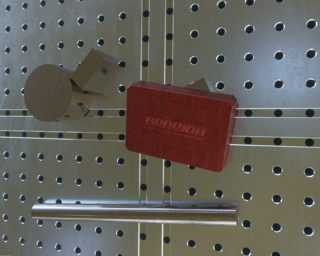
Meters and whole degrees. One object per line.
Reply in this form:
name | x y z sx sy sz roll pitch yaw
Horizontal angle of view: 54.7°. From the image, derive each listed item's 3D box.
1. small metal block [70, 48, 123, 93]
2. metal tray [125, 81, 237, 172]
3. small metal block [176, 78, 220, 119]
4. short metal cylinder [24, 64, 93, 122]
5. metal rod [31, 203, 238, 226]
small metal block | -0.087 -0.078 0.429 0.025 0.050 0.050 46 104 14
metal tray | 0.022 -0.004 0.387 0.130 0.030 0.089 12 112 19
small metal block | 0.046 -0.029 0.396 0.050 0.025 0.050 -24 82 18
short metal cylinder | -0.147 -0.048 0.449 0.080 0.050 0.079 0 90 19
metal rod | -0.048 0.118 0.428 0.301 0.025 0.025 -4 89 19
